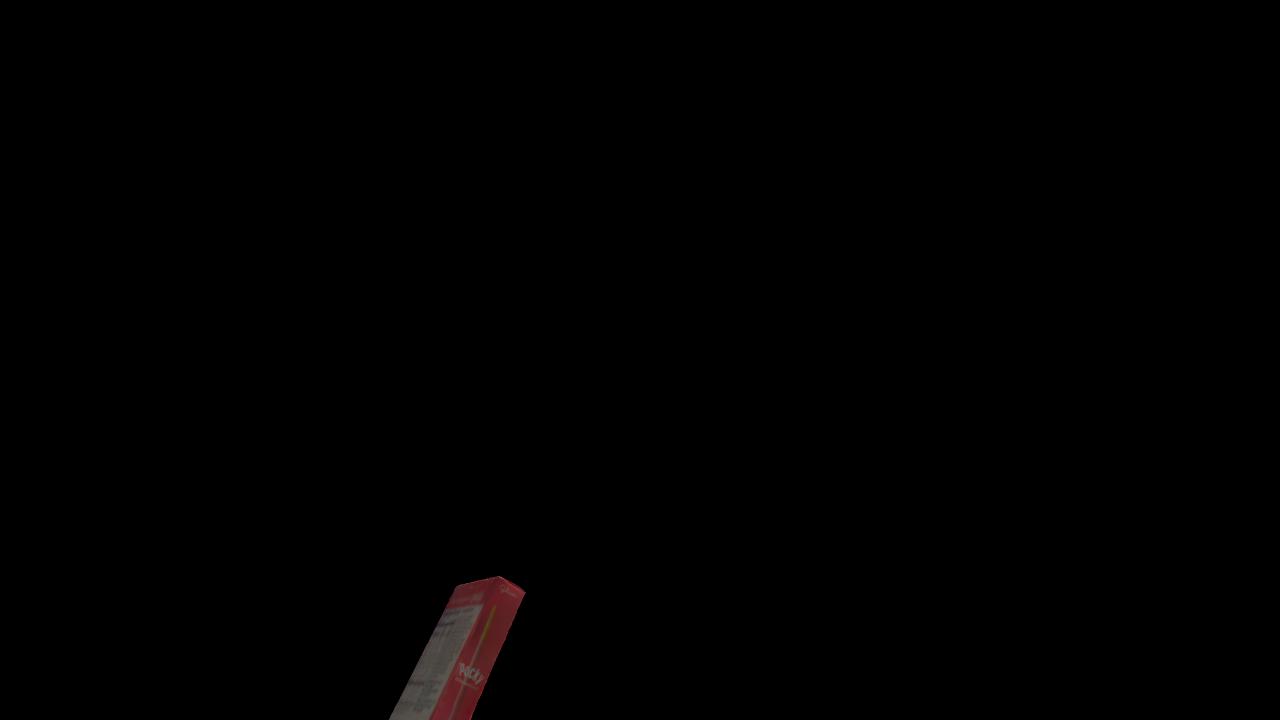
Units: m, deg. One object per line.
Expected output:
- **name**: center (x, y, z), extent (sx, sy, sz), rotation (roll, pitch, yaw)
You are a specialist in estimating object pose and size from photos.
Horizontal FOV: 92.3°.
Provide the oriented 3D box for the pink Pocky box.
- **pink Pocky box**: center (-0.142, 0.237, 0.443), extent (0.029, 0.155, 0.084), rotation (38, -40, -19)
